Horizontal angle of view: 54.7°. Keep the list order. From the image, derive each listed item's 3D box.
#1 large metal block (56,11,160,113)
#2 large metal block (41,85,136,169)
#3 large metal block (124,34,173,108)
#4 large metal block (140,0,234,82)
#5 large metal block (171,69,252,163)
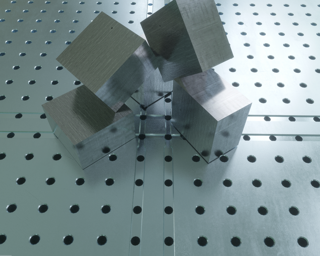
[{"bbox_3d":[-0.062,-0.079,0.372,0.080,0.050,0.080,40,86,28],"label":"large metal block"},{"bbox_3d":[-0.089,-0.008,0.396,0.081,0.050,0.080,-32,57,-25],"label":"large metal block"},{"bbox_3d":[-0.008,-0.089,0.445,0.080,0.080,0.050,-34,58,-26],"label":"large metal block"},{"bbox_3d":[0.030,-0.106,0.369,0.050,0.080,0.080,-29,13,-28],"label":"large metal block"},{"bbox_3d":[0.059,-0.018,0.386,0.050,0.080,0.080,-27,56,-21],"label":"large metal block"}]
